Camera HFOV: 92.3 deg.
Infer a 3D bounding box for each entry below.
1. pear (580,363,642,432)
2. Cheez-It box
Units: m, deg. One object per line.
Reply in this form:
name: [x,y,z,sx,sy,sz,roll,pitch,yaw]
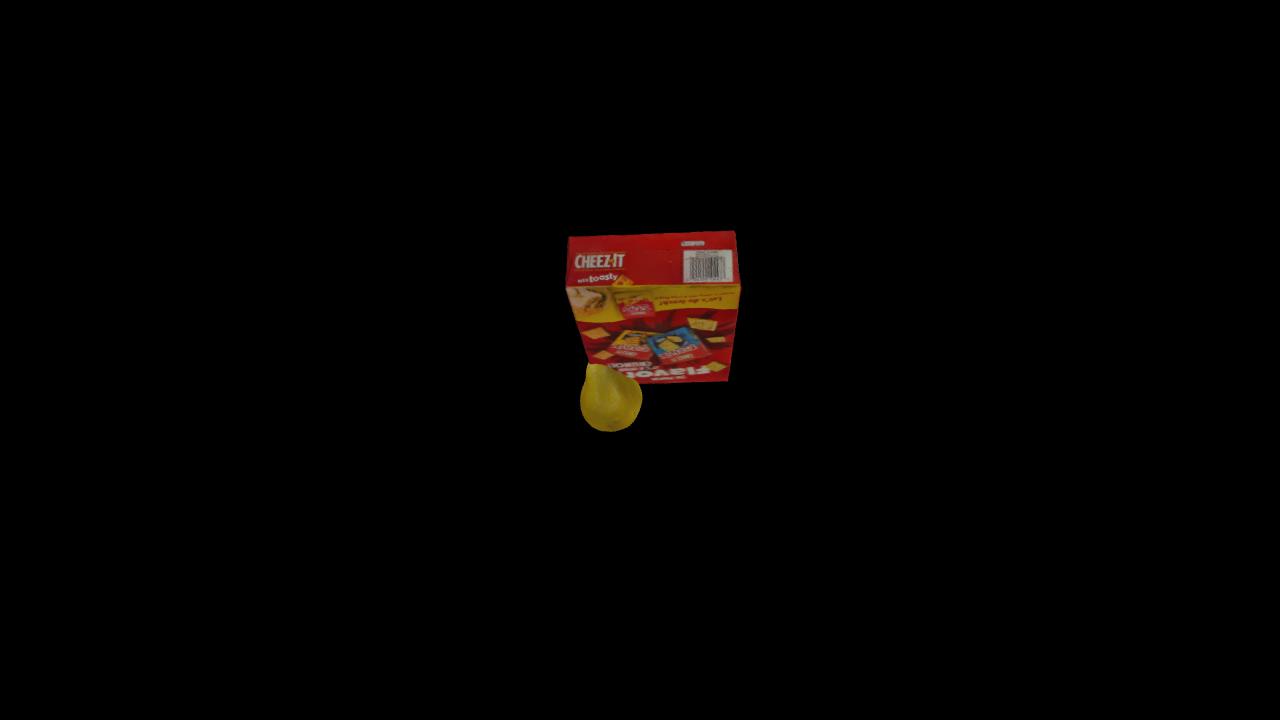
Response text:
pear: [-0.042,0.028,0.733,0.080,0.111,0.080,-13,23,5]
Cheez-It box: [0.020,-0.046,0.672,0.166,0.071,0.223,-1,-27,5]
